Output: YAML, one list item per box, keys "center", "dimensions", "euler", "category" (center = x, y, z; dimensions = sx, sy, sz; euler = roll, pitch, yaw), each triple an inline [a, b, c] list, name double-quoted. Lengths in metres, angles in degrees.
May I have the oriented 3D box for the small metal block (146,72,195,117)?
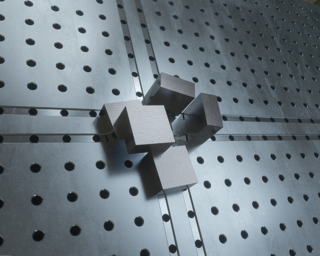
- center: [0.014, -0.045, 0.426]
  dimensions: [0.050, 0.050, 0.025]
  euler: [16, 56, -20]
  category: "small metal block"

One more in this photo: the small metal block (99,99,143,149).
- center: [-0.042, -0.006, 0.389]
  dimensions: [0.050, 0.025, 0.050]
  euler: [-11, 67, -33]
  category: "small metal block"

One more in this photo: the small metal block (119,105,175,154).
- center: [-0.016, 0.001, 0.366]
  dimensions: [0.050, 0.025, 0.050]
  euler: [-3, 63, -29]
  category: "small metal block"

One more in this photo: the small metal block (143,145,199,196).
- center: [0.013, 0.052, 0.383]
  dimensions: [0.050, 0.025, 0.050]
  euler: [-5, 64, -30]
  category: "small metal block"

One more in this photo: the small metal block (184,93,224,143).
- center: [0.059, -0.013, 0.431]
  dimensions: [0.025, 0.050, 0.050]
  euler: [8, 59, -24]
  category: "small metal block"
